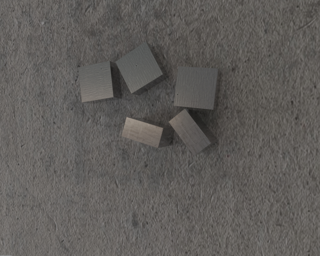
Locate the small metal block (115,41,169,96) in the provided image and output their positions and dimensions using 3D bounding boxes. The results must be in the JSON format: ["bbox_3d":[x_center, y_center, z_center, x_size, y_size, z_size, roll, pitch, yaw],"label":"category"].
[{"bbox_3d":[-0.024,-0.079,0.417,0.050,0.025,0.050,-30,81,17],"label":"small metal block"}]

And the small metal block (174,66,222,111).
[{"bbox_3d":[0.048,-0.050,0.392,0.050,0.025,0.050,7,93,19],"label":"small metal block"}]

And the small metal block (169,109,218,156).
[{"bbox_3d":[0.043,0.005,0.381,0.025,0.050,0.050,-40,78,16],"label":"small metal block"}]

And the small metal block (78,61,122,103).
[{"bbox_3d":[-0.085,-0.064,0.439,0.050,0.025,0.050,-7,88,19],"label":"small metal block"}]

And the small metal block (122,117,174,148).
[{"bbox_3d":[-0.013,0.005,0.400,0.050,0.050,0.025,17,96,19],"label":"small metal block"}]
